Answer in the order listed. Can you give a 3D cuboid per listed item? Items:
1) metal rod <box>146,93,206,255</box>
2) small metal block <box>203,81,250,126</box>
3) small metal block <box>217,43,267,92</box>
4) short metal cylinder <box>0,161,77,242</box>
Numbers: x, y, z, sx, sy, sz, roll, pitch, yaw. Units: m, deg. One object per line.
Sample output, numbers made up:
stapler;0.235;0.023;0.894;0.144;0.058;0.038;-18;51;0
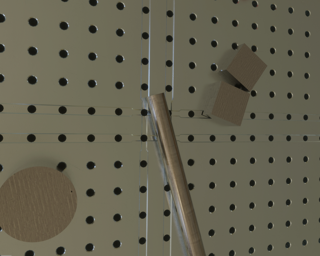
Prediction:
metal rod;0.031;0.100;0.423;0.025;0.025;0.298;-17;96;-19
small metal block;0.096;-0.034;0.448;0.050;0.025;0.050;21;83;-19
small metal block;0.121;-0.087;0.457;0.050;0.025;0.050;38;78;-16
short metal cylinder;-0.137;0.080;0.349;0.081;0.050;0.080;0;90;-20
